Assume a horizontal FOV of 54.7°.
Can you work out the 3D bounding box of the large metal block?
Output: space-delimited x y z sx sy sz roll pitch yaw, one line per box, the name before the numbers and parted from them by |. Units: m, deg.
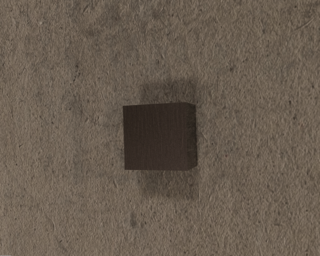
large metal block | 0.001 0.011 0.394 0.080 0.050 0.079 -2 89 19
